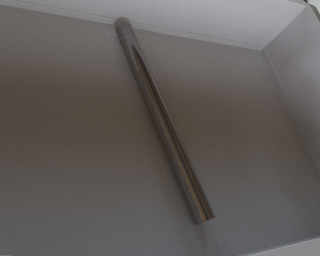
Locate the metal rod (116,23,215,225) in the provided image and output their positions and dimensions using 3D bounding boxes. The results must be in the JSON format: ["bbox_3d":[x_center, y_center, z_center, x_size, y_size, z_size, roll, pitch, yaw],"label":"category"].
[{"bbox_3d":[0.000,-0.019,0.418,0.025,0.025,0.299,-10,67,-33],"label":"metal rod"}]
